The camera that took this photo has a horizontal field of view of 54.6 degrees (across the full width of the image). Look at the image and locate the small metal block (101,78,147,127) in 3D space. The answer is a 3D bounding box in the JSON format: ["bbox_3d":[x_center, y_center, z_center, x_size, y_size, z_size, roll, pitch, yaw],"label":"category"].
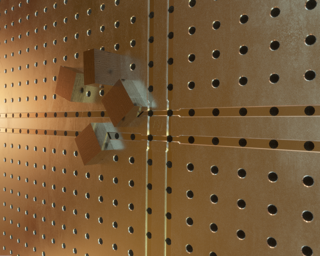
[{"bbox_3d":[-0.054,-0.036,0.455,0.050,0.025,0.050,-43,64,31],"label":"small metal block"}]

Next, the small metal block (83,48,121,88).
[{"bbox_3d":[-0.086,-0.088,0.466,0.025,0.050,0.050,-3,88,40],"label":"small metal block"}]

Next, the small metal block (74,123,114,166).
[{"bbox_3d":[-0.107,0.026,0.499,0.050,0.025,0.050,-39,66,33],"label":"small metal block"}]

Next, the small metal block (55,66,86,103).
[{"bbox_3d":[-0.154,-0.076,0.538,0.050,0.025,0.050,26,107,37],"label":"small metal block"}]
